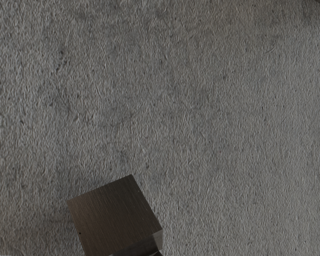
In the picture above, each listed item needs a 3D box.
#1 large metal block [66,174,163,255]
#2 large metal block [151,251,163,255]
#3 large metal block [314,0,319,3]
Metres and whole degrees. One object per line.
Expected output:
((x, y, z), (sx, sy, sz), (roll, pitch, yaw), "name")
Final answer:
((-0.051, 0.111, 0.354), (0.081, 0.080, 0.050), (-21, 139, -19), "large metal block")
((-0.012, 0.189, 0.376), (0.050, 0.080, 0.080), (-29, 100, -18), "large metal block")
((0.305, -0.243, 0.507), (0.081, 0.050, 0.080), (15, 85, -20), "large metal block")
